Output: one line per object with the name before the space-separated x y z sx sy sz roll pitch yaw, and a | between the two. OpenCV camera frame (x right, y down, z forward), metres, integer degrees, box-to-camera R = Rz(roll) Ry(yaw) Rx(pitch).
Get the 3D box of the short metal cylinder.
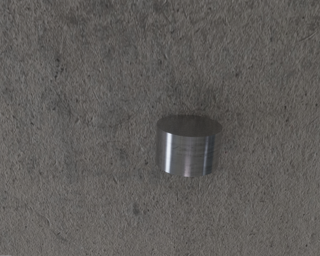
short metal cylinder | 0.035 0.019 0.388 0.080 0.080 0.050 2 110 -1
